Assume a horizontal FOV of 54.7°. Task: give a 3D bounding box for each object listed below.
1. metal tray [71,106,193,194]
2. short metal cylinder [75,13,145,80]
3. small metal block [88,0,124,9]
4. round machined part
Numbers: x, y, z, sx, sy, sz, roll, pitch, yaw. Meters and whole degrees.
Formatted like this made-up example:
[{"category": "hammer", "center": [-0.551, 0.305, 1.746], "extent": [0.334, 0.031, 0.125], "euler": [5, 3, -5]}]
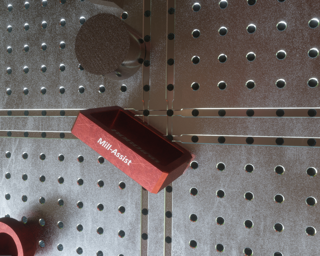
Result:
[{"category": "metal tray", "center": [-0.033, 0.020, 0.387], "extent": [0.130, 0.090, 0.030], "euler": [34, 110, 16]}, {"category": "short metal cylinder", "center": [-0.067, -0.108, 0.423], "extent": [0.080, 0.050, 0.079], "euler": [0, 90, 19]}, {"category": "small metal block", "center": [-0.075, -0.202, 0.439], "extent": [0.050, 0.025, 0.050], "euler": [17, 96, 19]}, {"category": "round machined part", "center": [-0.237, 0.189, 0.487], "extent": [0.098, 0.042, 0.097], "euler": [0, 90, 20]}]
